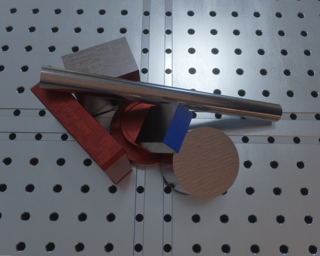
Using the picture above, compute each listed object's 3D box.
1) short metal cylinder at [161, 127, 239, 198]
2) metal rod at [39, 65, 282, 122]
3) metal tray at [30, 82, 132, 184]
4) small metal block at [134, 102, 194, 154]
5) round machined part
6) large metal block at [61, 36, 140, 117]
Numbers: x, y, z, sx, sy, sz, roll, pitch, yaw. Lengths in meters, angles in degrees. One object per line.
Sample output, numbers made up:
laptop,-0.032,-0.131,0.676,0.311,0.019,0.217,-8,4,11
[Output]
short metal cylinder,0.046,0.041,0.371,0.081,0.050,0.080,2,83,-15
metal rod,0.017,-0.037,0.375,0.302,0.025,0.025,7,69,-19
metal tray,-0.091,0.004,0.374,0.030,0.090,0.130,-42,76,-14
small metal block,0.004,0.001,0.352,0.025,0.050,0.050,37,66,-32
round machined part,-0.016,0.000,0.405,0.099,0.042,0.098,0,70,-1
large metal block,-0.071,-0.063,0.403,0.080,0.080,0.050,-20,72,-7
